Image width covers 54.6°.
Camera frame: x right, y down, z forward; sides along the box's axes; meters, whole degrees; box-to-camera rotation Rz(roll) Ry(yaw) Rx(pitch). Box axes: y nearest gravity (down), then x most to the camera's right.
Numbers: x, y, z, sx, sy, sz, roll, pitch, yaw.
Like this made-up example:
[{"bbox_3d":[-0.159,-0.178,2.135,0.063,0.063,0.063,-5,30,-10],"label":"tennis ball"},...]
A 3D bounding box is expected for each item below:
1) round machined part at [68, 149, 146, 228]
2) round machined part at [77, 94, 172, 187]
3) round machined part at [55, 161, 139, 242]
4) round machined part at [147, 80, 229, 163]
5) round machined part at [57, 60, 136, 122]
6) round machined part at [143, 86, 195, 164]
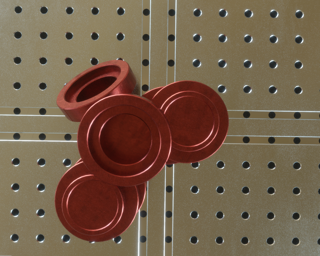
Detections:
[{"bbox_3d":[-0.067,0.075,0.384,0.099,0.042,0.097,0,90,0],"label":"round machined part"},{"bbox_3d":[-0.036,0.011,0.341,0.098,0.042,0.097,0,98,3],"label":"round machined part"},{"bbox_3d":[-0.074,0.085,0.362,0.099,0.042,0.097,0,90,0],"label":"round machined part"},{"bbox_3d":[0.032,-0.007,0.362,0.099,0.042,0.097,0,89,0],"label":"round machined part"},{"bbox_3d":[-0.074,-0.040,0.385,0.098,0.098,0.042,-27,125,0],"label":"round machined part"},{"bbox_3d":[0.010,-0.003,0.384,0.099,0.042,0.097,0,90,0],"label":"round machined part"}]
